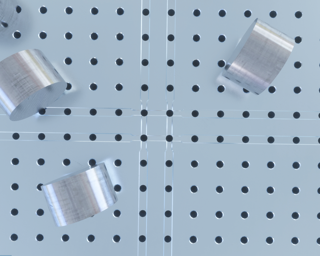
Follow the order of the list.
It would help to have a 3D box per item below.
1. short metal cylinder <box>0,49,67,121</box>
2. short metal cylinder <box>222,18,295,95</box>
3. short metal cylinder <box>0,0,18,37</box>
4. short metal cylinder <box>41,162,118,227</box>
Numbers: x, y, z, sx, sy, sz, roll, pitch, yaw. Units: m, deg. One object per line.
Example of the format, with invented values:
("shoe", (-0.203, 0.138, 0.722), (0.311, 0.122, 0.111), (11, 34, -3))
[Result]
("short metal cylinder", (-0.165, -0.052, 0.384), (0.080, 0.080, 0.050), (-37, 90, 0))
("short metal cylinder", (0.120, -0.088, 0.387), (0.050, 0.080, 0.080), (30, 90, 0))
("short metal cylinder", (-0.235, -0.161, 0.399), (0.081, 0.050, 0.079), (0, 90, 0))
("short metal cylinder", (-0.099, 0.081, 0.385), (0.080, 0.080, 0.050), (-20, 90, 0))
